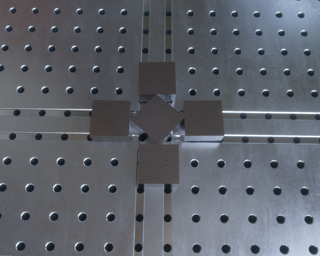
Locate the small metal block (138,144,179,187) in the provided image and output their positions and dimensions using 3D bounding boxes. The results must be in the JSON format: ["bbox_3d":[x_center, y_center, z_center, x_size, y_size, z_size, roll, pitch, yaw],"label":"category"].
[{"bbox_3d":[-0.002,0.048,0.394,0.050,0.025,0.050,0,70,0],"label":"small metal block"}]

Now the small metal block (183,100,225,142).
[{"bbox_3d":[0.057,-0.009,0.416,0.050,0.025,0.050,0,70,-1],"label":"small metal block"}]

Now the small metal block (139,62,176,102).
[{"bbox_3d":[-0.004,-0.065,0.435,0.050,0.025,0.050,0,70,-1],"label":"small metal block"}]

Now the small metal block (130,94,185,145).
[{"bbox_3d":[-0.003,-0.008,0.414,0.050,0.025,0.050,40,75,13],"label":"small metal block"}]

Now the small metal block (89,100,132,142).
[{"bbox_3d":[-0.064,-0.009,0.414,0.050,0.025,0.050,1,70,0],"label":"small metal block"}]
